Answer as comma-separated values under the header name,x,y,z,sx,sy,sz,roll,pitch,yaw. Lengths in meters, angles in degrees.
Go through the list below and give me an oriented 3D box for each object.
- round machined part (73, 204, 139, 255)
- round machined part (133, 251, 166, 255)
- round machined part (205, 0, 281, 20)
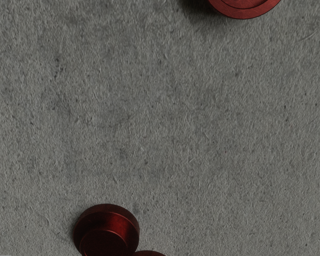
name,x,y,z,sx,sy,sz,roll,pitch,yaw
round machined part,-0.081,0.166,0.461,0.099,0.042,0.097,0,110,0
round machined part,-0.021,0.248,0.492,0.099,0.042,0.097,0,110,0
round machined part,0.089,-0.170,0.339,0.099,0.042,0.097,0,110,0
